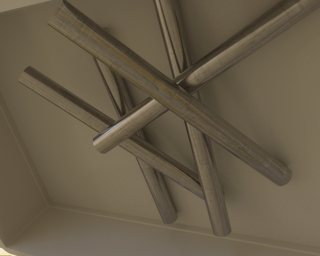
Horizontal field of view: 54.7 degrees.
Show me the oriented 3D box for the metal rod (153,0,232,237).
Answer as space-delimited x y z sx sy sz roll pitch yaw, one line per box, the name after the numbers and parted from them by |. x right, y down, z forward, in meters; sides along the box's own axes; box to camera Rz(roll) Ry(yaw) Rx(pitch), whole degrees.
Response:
0.044 0.001 0.367 0.025 0.025 0.298 -5 111 30 | metal rod

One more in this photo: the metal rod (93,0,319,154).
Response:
0.039 -0.054 0.316 0.299 0.025 0.025 -34 100 26 | metal rod

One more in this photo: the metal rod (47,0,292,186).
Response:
0.031 -0.019 0.311 0.301 0.025 0.025 34 132 -23 | metal rod

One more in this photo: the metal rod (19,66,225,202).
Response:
-0.043 0.015 0.405 0.301 0.025 0.025 34 129 -8 | metal rod

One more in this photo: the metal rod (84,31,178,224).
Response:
-0.033 0.012 0.431 0.025 0.025 0.298 -7 115 31 | metal rod
